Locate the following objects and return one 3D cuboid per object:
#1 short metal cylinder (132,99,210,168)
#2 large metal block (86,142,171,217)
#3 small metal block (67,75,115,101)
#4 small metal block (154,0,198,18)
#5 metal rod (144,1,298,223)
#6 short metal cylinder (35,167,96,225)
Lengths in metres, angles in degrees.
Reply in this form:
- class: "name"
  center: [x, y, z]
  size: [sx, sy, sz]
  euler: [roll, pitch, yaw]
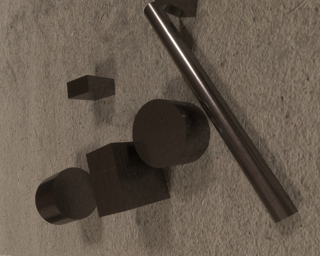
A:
- class: "short metal cylinder"
  center: [0.013, 0.006, 0.376]
  size: [0.080, 0.050, 0.079]
  euler: [0, 90, 39]
- class: "large metal block"
  center: [-0.040, 0.063, 0.400]
  size: [0.050, 0.081, 0.080]
  euler: [-24, 75, 37]
- class: "small metal block"
  center: [-0.105, -0.060, 0.473]
  size: [0.050, 0.050, 0.025]
  euler: [-10, 84, 39]
- class: "small metal block"
  center: [0.022, -0.164, 0.369]
  size: [0.025, 0.050, 0.050]
  euler: [11, 97, 39]
- class: "metal rod"
  center: [0.057, -0.035, 0.356]
  size: [0.025, 0.025, 0.299]
  euler: [-42, 65, 31]
- class: "short metal cylinder"
  center: [-0.145, 0.107, 0.486]
  size: [0.050, 0.081, 0.080]
  euler: [-26, 74, 37]
